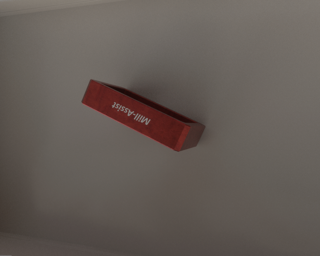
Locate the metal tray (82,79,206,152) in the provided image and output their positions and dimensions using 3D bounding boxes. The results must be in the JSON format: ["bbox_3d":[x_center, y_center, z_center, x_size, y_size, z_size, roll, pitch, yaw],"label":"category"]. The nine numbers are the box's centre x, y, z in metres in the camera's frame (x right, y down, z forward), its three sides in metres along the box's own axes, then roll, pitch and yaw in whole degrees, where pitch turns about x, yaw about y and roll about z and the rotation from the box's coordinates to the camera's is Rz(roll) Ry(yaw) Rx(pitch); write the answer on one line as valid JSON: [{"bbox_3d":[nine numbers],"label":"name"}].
[{"bbox_3d":[-0.017,-0.016,0.377,0.130,0.090,0.030,26,99,17],"label":"metal tray"}]
